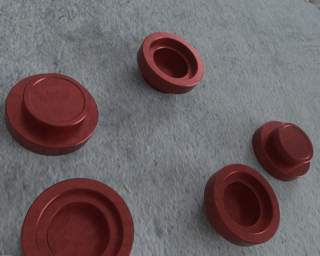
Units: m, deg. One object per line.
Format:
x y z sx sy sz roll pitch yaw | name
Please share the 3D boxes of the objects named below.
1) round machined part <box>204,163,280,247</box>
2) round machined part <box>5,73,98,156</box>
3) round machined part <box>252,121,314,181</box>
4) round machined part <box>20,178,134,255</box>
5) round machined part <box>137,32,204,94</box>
0.097 0.097 0.388 0.099 0.042 0.098 14 56 -21 | round machined part
-0.117 -0.022 0.344 0.099 0.042 0.098 14 56 -21 | round machined part
0.198 0.030 0.484 0.099 0.042 0.098 14 56 -21 | round machined part
-0.078 0.100 0.291 0.099 0.042 0.098 14 56 -21 | round machined part
0.012 -0.090 0.456 0.099 0.042 0.098 14 56 -21 | round machined part
